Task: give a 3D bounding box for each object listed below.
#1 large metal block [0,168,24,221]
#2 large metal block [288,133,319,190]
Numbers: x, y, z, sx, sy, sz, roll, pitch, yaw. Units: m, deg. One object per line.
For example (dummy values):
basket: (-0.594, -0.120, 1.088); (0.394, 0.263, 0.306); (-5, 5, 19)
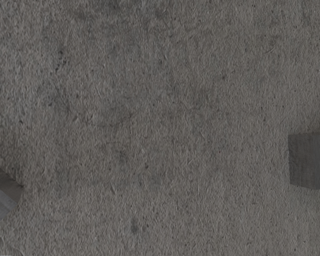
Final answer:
large metal block: (-0.190, 0.060, 0.310); (0.050, 0.080, 0.080); (-47, 105, -14)
large metal block: (0.254, 0.048, 0.489); (0.081, 0.050, 0.079); (-4, 91, -20)
